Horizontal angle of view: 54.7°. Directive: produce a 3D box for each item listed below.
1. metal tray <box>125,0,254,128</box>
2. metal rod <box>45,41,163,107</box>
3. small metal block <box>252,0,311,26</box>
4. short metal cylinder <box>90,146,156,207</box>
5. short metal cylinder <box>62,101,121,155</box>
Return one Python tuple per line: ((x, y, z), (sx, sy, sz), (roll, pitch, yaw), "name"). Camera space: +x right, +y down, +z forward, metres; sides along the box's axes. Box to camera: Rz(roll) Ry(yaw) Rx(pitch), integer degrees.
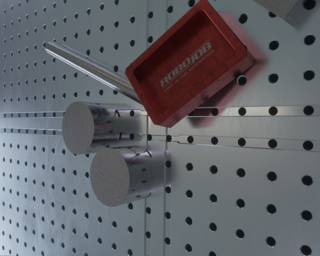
((0.029, -0.072, 0.364), (0.130, 0.030, 0.090), (-38, 66, 20), "metal tray")
((-0.095, -0.087, 0.487), (0.300, 0.025, 0.025), (30, 109, 35), "metal rod")
((0.124, -0.139, 0.307), (0.050, 0.025, 0.050), (49, 119, 29), "small metal block")
((-0.053, 0.066, 0.437), (0.080, 0.050, 0.079), (0, 90, 40), "short metal cylinder")
((-0.108, 0.000, 0.482), (0.080, 0.050, 0.079), (0, 90, 40), "short metal cylinder")
